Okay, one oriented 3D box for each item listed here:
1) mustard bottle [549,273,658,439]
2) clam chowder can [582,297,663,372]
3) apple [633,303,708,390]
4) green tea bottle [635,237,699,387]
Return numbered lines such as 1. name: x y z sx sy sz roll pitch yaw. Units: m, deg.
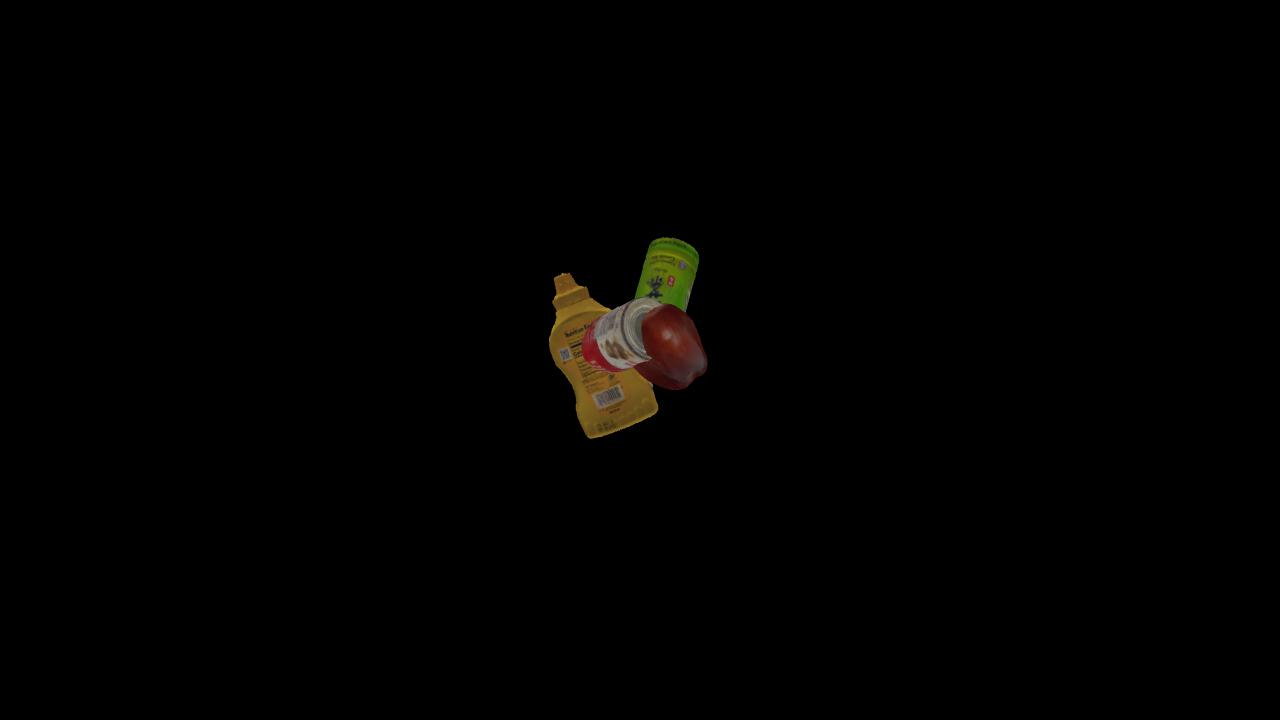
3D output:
1. mustard bottle: -0.052 -0.011 0.688 0.092 0.184 0.054 -21 7 12
2. clam chowder can: -0.018 -0.023 0.657 0.068 0.068 0.102 0 -12 -35
3. apple: 0.026 -0.014 0.641 0.079 0.093 0.079 -38 1 0
4. green tea bottle: 0.021 -0.047 0.763 0.073 0.212 0.073 11 -21 5
